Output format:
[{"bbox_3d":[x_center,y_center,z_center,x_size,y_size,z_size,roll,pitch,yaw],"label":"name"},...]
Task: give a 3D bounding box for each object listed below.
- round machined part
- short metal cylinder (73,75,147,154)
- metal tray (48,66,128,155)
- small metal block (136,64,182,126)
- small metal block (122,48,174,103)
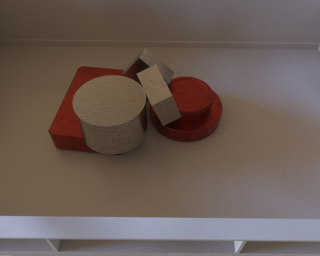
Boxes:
[{"bbox_3d":[0.035,-0.032,0.419,0.099,0.042,0.098,0,50,0],"label":"round machined part"},{"bbox_3d":[-0.056,-0.016,0.361,0.081,0.050,0.080,0,50,0],"label":"short metal cylinder"},{"bbox_3d":[-0.082,-0.028,0.420,0.091,0.030,0.130,6,50,4],"label":"metal tray"},{"bbox_3d":[0.000,-0.038,0.368,0.025,0.050,0.050,-26,60,2],"label":"small metal block"},{"bbox_3d":[-0.018,-0.069,0.411,0.050,0.050,0.025,38,44,-17],"label":"small metal block"}]
